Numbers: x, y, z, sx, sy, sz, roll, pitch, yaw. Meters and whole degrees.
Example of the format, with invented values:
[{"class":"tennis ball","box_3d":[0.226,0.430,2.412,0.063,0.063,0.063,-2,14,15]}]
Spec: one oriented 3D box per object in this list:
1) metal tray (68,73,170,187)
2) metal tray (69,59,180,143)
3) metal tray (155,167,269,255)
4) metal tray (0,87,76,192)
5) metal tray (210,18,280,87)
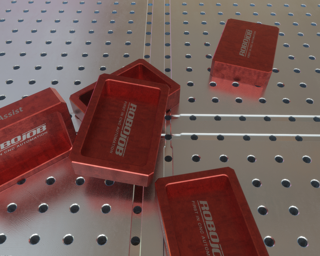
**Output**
[{"class":"metal tray","box_3d":[-0.043,-0.002,0.367,0.091,0.030,0.130,11,55,0]},{"class":"metal tray","box_3d":[-0.047,-0.041,0.437,0.131,0.030,0.090,-34,58,-26]},{"class":"metal tray","box_3d":[0.050,0.107,0.314,0.091,0.030,0.130,-8,51,-8]},{"class":"metal tray","box_3d":[-0.162,0.019,0.347,0.131,0.089,0.030,-29,56,-23]},{"class":"metal tray","box_3d":[0.143,-0.129,0.515,0.090,0.030,0.130,15,51,12]}]
